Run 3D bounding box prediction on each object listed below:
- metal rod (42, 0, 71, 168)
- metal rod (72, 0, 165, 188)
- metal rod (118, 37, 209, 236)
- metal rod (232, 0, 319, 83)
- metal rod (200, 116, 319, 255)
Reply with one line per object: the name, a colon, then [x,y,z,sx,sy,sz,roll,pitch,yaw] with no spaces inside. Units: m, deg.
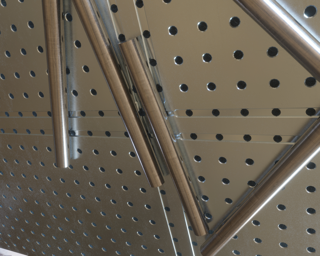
metal rod: [-0.148,-0.061,0.448,0.025,0.025,0.298,20,126,16]
metal rod: [-0.052,-0.049,0.406,0.025,0.025,0.298,-7,115,31]
metal rod: [0.012,0.026,0.419,0.025,0.025,0.298,-8,115,31]
metal rod: [0.131,-0.080,0.292,0.300,0.025,0.025,42,129,-2]
metal rod: [0.127,0.091,0.399,0.025,0.025,0.298,32,128,7]
